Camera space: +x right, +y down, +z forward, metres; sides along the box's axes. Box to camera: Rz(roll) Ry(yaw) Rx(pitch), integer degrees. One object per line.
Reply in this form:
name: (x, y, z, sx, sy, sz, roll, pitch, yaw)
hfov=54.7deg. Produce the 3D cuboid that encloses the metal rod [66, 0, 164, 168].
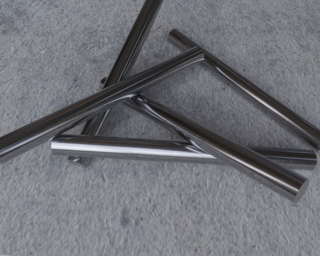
metal rod: (-0.048, -0.088, 0.422, 0.025, 0.025, 0.300, 16, 68, 13)

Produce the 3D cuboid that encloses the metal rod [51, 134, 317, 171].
metal rod: (0.032, 0.028, 0.360, 0.302, 0.025, 0.025, 4, 50, -5)

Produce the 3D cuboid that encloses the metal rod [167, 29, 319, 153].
metal rod: (0.115, -0.069, 0.462, 0.025, 0.025, 0.300, -31, 57, -23)

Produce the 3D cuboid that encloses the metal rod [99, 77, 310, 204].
metal rod: (0.023, -0.004, 0.364, 0.025, 0.025, 0.300, -36, 46, -27)

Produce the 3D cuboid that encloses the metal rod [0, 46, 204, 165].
metal rod: (-0.052, -0.042, 0.381, 0.302, 0.025, 0.025, -32, 57, -32)
